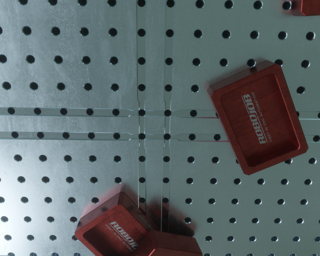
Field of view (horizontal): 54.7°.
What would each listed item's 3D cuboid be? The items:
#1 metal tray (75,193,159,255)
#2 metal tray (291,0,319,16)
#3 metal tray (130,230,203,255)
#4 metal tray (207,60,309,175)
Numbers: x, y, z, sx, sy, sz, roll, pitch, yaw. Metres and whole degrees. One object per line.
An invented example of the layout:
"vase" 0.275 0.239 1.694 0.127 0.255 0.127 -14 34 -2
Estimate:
"metal tray" -0.052 0.172 0.473 0.090 0.030 0.130 -36 107 12
"metal tray" 0.200 -0.195 0.342 0.091 0.030 0.129 -4 110 1
"metal tray" -0.008 0.216 0.470 0.091 0.030 0.129 22 113 -32
"metal tray" 0.129 -0.011 0.408 0.090 0.030 0.129 -24 109 8
